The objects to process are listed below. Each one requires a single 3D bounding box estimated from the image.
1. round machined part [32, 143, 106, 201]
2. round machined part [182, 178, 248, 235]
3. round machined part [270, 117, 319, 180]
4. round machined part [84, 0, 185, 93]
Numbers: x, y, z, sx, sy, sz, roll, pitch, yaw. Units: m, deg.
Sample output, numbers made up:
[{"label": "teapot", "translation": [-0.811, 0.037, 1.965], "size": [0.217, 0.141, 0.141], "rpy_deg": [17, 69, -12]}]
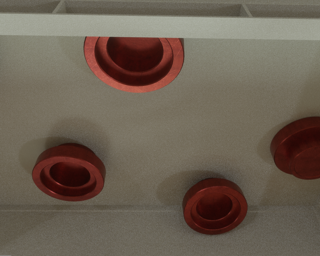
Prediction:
[{"label": "round machined part", "translation": [-0.128, 0.060, 0.447], "size": [0.099, 0.042, 0.097], "rpy_deg": [-1, 130, 0]}, {"label": "round machined part", "translation": [0.084, 0.118, 0.491], "size": [0.099, 0.042, 0.097], "rpy_deg": [-1, 117, -2]}, {"label": "round machined part", "translation": [0.209, 0.035, 0.431], "size": [0.099, 0.042, 0.097], "rpy_deg": [-1, 130, 0]}, {"label": "round machined part", "translation": [-0.024, -0.085, 0.318], "size": [0.099, 0.042, 0.097], "rpy_deg": [1, 140, 1]}]
